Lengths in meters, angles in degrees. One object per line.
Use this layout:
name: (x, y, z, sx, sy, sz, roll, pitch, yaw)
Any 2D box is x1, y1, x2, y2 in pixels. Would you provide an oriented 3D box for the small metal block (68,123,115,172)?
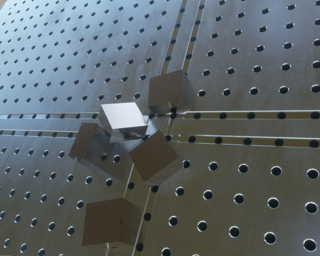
small metal block: (-0.091, 0.027, 0.425, 0.025, 0.050, 0.050, 3, 63, 30)

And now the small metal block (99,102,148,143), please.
small metal block: (-0.051, -0.009, 0.424, 0.050, 0.025, 0.050, -6, 45, -28)

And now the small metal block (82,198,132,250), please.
small metal block: (-0.062, 0.115, 0.372, 0.050, 0.025, 0.050, -14, 56, 20)

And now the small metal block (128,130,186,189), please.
small metal block: (-0.005, 0.039, 0.388, 0.050, 0.025, 0.050, -37, 51, 3)

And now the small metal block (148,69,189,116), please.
small metal block: (0.013, -0.049, 0.433, 0.050, 0.025, 0.050, -11, 57, 22)
